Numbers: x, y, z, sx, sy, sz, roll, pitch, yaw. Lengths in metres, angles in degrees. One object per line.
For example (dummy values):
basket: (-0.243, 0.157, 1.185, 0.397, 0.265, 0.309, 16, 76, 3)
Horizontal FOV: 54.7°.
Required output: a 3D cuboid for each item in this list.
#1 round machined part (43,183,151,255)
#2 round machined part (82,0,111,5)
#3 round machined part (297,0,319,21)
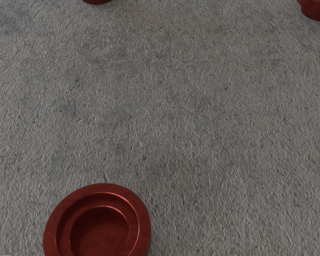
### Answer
round machined part: (-0.057, 0.107, 0.302, 0.099, 0.042, 0.098, 0, 50, 0)
round machined part: (-0.131, -0.289, 0.634, 0.099, 0.042, 0.098, 0, 50, 0)
round machined part: (0.314, -0.242, 0.598, 0.099, 0.042, 0.098, 0, 50, 0)
